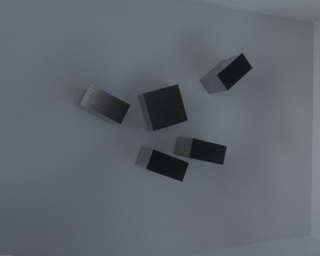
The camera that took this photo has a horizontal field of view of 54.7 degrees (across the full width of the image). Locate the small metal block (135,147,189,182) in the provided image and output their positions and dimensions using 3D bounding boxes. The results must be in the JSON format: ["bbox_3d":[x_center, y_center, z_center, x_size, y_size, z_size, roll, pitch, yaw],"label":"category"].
[{"bbox_3d":[0.001,0.046,0.399,0.050,0.050,0.025,22,83,-19],"label":"small metal block"}]

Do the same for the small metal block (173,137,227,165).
[{"bbox_3d":[0.053,0.030,0.418,0.050,0.050,0.025,14,86,-20],"label":"small metal block"}]

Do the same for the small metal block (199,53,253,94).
[{"bbox_3d":[0.091,-0.075,0.432,0.050,0.050,0.025,-41,104,-15],"label":"small metal block"}]

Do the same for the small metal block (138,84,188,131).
[{"bbox_3d":[0.003,-0.027,0.413,0.050,0.025,0.050,-18,96,-20],"label":"small metal block"}]

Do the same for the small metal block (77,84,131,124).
[{"bbox_3d":[-0.069,-0.027,0.372,0.050,0.050,0.025,28,81,-18],"label":"small metal block"}]
